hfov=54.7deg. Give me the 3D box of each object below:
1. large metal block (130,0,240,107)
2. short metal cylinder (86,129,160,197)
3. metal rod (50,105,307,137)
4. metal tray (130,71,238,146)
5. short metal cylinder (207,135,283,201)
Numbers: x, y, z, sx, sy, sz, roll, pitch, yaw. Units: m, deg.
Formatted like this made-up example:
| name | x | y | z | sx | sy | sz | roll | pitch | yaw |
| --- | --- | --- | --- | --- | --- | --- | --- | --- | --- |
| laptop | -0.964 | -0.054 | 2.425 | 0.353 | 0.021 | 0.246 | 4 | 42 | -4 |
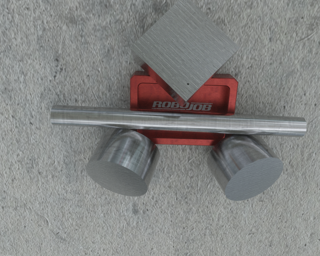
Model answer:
| name | x | y | z | sx | sy | sz | roll | pitch | yaw |
| --- | --- | --- | --- | --- | --- | --- | --- | --- | --- |
| large metal block | 0.026 | -0.082 | 0.345 | 0.080 | 0.050 | 0.080 | 45 | 87 | 2 |
| short metal cylinder | -0.046 | 0.045 | 0.394 | 0.080 | 0.050 | 0.080 | 13 | 143 | 11 |
| metal rod | 0.023 | -0.008 | 0.376 | 0.302 | 0.025 | 0.025 | 3 | 110 | -2 |
| metal tray | 0.028 | -0.025 | 0.400 | 0.131 | 0.030 | 0.089 | 2 | 110 | -1 |
| short metal cylinder | 0.108 | 0.049 | 0.399 | 0.081 | 0.050 | 0.079 | -14 | 135 | -14 |
